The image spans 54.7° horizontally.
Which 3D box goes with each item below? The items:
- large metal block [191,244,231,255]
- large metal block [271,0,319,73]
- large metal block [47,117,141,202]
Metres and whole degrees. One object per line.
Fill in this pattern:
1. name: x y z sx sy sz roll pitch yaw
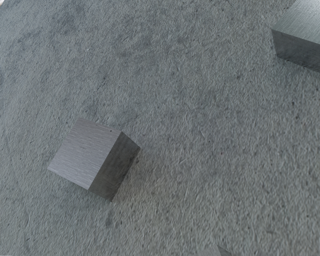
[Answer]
1. large metal block: 0.037 0.161 0.270 0.080 0.050 0.080 -29 52 9
2. large metal block: 0.191 -0.114 0.358 0.080 0.050 0.080 -49 51 -6
3. large metal block: -0.086 0.040 0.409 0.080 0.050 0.080 16 70 34
